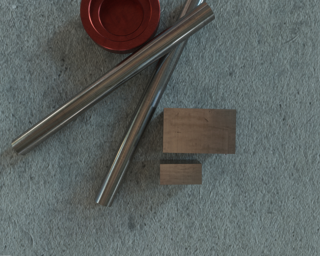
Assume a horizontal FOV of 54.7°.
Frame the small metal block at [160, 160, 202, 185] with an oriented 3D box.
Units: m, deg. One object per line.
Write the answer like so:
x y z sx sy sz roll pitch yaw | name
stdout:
0.025 0.056 0.398 0.050 0.050 0.025 0 90 -1 | small metal block

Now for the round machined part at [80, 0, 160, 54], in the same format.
-0.049 -0.144 0.401 0.099 0.042 0.097 0 90 -1 | round machined part

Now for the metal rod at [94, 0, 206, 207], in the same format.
-0.013 -0.037 0.409 0.025 0.025 0.299 25 90 -1 | metal rod

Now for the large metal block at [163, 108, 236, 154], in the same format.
0.044 0.003 0.383 0.081 0.080 0.050 1 90 -1 | large metal block

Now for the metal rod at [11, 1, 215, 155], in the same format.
-0.063 -0.059 0.393 0.300 0.025 0.025 -35 91 5 | metal rod
